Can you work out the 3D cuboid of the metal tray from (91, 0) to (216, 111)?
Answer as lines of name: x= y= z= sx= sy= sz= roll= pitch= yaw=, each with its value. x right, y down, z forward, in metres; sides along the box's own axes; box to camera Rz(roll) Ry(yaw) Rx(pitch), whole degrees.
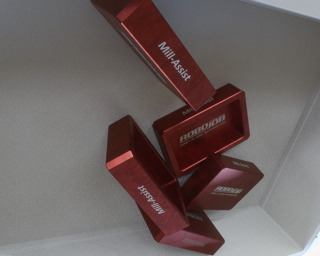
metal tray: x=-0.005 y=-0.081 z=0.313 sx=0.030 sy=0.090 sz=0.130 roll=-44 pitch=129 yaw=2

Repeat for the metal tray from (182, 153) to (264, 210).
metal tray: x=0.099 y=0.090 z=0.492 sx=0.131 sy=0.030 sz=0.090 roll=17 pitch=118 yaw=-45

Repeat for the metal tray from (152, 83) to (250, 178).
metal tray: x=0.063 y=0.004 z=0.441 sx=0.131 sy=0.030 sz=0.090 roll=-28 pitch=128 yaw=-11

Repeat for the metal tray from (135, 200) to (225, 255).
metal tray: x=0.030 y=0.138 z=0.467 sx=0.131 sy=0.090 sz=0.030 roll=30 pitch=104 yaw=-38

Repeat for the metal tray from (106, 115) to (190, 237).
metal tray: x=-0.014 y=0.057 z=0.375 sx=0.030 sy=0.090 sz=0.130 roll=-30 pitch=119 yaw=10
